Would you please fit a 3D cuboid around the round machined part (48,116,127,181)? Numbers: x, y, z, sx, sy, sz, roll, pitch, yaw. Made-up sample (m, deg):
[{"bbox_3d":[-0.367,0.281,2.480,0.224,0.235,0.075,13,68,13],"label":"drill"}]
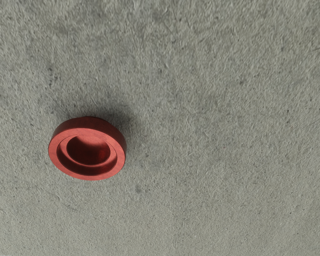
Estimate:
[{"bbox_3d":[-0.093,0.023,0.415,0.099,0.042,0.097,0,130,0],"label":"round machined part"}]
